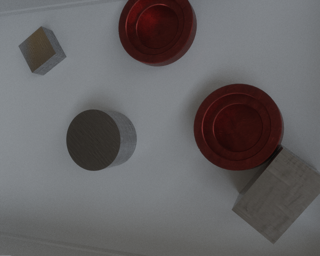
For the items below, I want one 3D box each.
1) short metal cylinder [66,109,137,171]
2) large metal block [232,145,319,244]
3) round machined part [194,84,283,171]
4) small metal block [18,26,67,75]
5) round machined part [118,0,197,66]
[{"bbox_3d":[-0.079,0.016,0.424,0.080,0.050,0.079,0,90,19],"label":"short metal cylinder"},{"bbox_3d":[0.128,0.066,0.336,0.050,0.080,0.080,39,102,15],"label":"large metal block"},{"bbox_3d":[0.093,0.001,0.363,0.098,0.042,0.097,-4,82,27],"label":"round machined part"},{"bbox_3d":[-0.179,-0.117,0.472,0.050,0.025,0.050,-33,80,16],"label":"small metal block"},{"bbox_3d":[0.000,-0.128,0.401,0.098,0.042,0.097,0,90,19],"label":"round machined part"}]
